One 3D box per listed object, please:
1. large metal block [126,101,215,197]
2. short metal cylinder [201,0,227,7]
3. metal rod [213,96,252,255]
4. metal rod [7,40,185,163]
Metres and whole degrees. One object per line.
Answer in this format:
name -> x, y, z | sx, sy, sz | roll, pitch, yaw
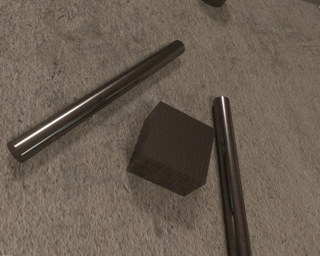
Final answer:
large metal block -> 0.015, 0.026, 0.382 | 0.080, 0.050, 0.080 | 27, 52, -12
short metal cylinder -> 0.111, -0.295, 0.630 | 0.081, 0.050, 0.080 | 14, 56, -21
metal rod -> 0.096, 0.086, 0.404 | 0.025, 0.025, 0.299 | 14, 56, -21
metal rod -> -0.058, -0.053, 0.405 | 0.025, 0.025, 0.302 | 46, 51, 3
